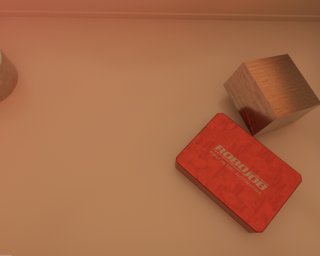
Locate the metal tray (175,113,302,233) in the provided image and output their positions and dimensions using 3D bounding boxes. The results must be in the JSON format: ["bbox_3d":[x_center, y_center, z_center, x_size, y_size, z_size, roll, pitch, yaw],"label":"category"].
[{"bbox_3d":[0.095,0.054,0.388,0.130,0.030,0.090,41,75,13],"label":"metal tray"}]

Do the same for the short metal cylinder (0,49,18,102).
[{"bbox_3d":[-0.245,-0.077,0.421,0.081,0.050,0.080,0,70,0],"label":"short metal cylinder"}]

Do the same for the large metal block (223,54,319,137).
[{"bbox_3d":[0.144,-0.044,0.401,0.081,0.050,0.080,-15,70,-28],"label":"large metal block"}]
